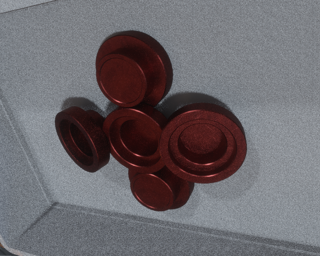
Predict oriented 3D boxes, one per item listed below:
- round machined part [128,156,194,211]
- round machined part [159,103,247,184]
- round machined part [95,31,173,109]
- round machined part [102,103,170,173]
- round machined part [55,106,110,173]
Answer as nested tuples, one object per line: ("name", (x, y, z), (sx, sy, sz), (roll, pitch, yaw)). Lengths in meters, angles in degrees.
("round machined part", (-0.004, 0.081, 0.448), (0.098, 0.042, 0.097), (13, 124, 21))
("round machined part", (0.050, 0.014, 0.367), (0.098, 0.042, 0.097), (4, 118, 7))
("round machined part", (-0.038, -0.064, 0.376), (0.098, 0.042, 0.097), (13, 124, 21))
("round machined part", (-0.024, 0.009, 0.413), (0.098, 0.042, 0.097), (13, 124, 21))
("round machined part", (-0.104, 0.012, 0.448), (0.098, 0.042, 0.097), (28, 135, 32))
